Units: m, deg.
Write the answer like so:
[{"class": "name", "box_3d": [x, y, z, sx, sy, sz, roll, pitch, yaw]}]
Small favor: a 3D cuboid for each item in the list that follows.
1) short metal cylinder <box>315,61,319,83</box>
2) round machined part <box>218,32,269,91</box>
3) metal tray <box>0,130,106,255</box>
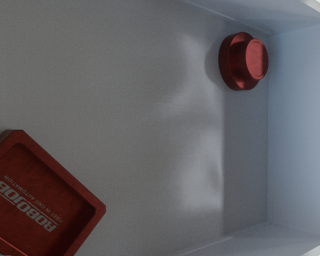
[{"class": "short metal cylinder", "box_3d": [0.415, -0.129, 0.726, 0.050, 0.080, 0.080, 21, 77, -38]}, {"class": "round machined part", "box_3d": [0.146, -0.113, 0.521, 0.099, 0.042, 0.097, 0, 90, -40]}, {"class": "metal tray", "box_3d": [-0.125, 0.075, 0.299, 0.130, 0.030, 0.090, 52, 60, -28]}]
